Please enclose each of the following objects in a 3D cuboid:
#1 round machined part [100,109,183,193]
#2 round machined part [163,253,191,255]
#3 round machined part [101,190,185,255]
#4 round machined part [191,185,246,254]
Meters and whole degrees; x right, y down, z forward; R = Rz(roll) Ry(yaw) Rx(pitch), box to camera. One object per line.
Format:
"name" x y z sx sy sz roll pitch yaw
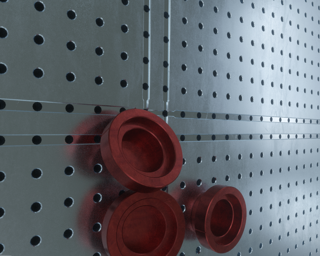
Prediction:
"round machined part" -0.025 0.029 0.362 0.099 0.042 0.098 21 50 -27
"round machined part" 0.008 0.200 0.391 0.099 0.042 0.097 -25 132 -30
"round machined part" -0.022 0.120 0.372 0.099 0.042 0.097 2 85 -27
"round machined part" 0.086 0.135 0.473 0.099 0.042 0.097 0 90 -40
